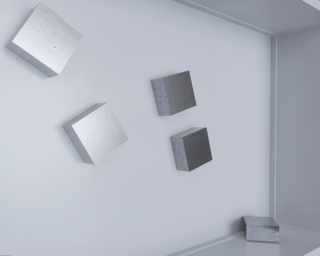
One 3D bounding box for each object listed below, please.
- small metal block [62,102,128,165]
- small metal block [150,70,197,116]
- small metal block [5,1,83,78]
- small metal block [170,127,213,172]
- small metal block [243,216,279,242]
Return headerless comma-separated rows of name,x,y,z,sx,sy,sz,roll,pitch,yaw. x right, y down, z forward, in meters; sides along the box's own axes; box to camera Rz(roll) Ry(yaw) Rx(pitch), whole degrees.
small metal block,-0.071,0.005,0.347,0.050,0.025,0.050,-39,114,-33
small metal block,0.019,-0.048,0.422,0.050,0.025,0.050,-23,104,-38
small metal block,-0.115,-0.087,0.310,0.050,0.025,0.050,37,67,-34
small metal block,0.046,0.029,0.445,0.050,0.025,0.050,-20,103,-38
small metal block,0.167,0.168,0.517,0.050,0.050,0.025,0,90,-82
